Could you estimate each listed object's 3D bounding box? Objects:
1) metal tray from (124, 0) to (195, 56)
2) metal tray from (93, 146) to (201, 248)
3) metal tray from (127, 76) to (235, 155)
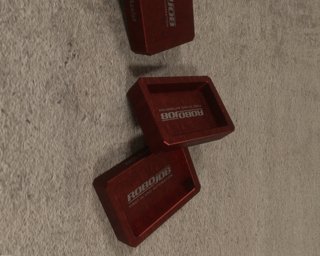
[{"bbox_3d":[-0.001,-0.164,0.380,0.091,0.030,0.129,-30,125,-36],"label":"metal tray"},{"bbox_3d":[-0.010,0.074,0.395,0.131,0.030,0.090,-31,110,-36],"label":"metal tray"},{"bbox_3d":[0.031,-0.022,0.405,0.131,0.030,0.090,-9,70,-40],"label":"metal tray"}]
